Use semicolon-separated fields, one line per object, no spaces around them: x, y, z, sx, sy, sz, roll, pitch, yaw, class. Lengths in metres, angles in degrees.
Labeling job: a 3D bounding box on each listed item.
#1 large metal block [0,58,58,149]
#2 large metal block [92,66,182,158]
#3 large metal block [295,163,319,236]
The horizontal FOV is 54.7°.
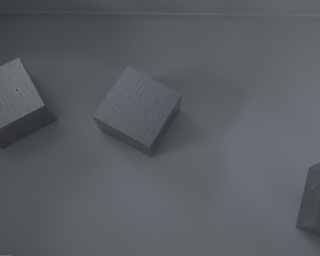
-0.196;-0.031;0.406;0.080;0.050;0.080;-30;73;-11;large metal block
-0.027;-0.020;0.403;0.080;0.050;0.080;28;72;9;large metal block
0.218;0.092;0.364;0.080;0.050;0.080;20;71;7;large metal block
